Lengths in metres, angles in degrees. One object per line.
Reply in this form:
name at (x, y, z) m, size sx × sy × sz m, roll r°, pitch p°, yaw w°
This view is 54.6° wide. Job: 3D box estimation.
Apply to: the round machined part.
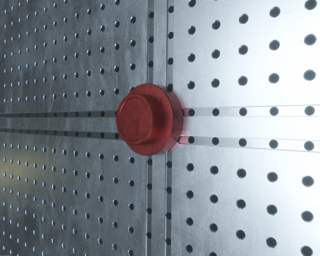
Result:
round machined part at (-0.021, -0.011, 0.417) m, size 0.098 × 0.042 × 0.097 m, roll 0°, pitch 90°, yaw 40°
